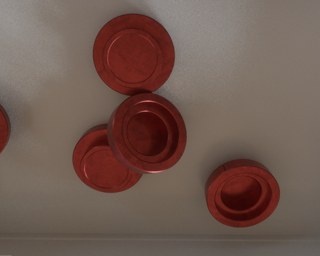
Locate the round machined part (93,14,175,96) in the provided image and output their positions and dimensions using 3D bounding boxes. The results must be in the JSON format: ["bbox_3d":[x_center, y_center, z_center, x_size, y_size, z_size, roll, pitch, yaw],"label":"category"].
[{"bbox_3d":[-0.031,-0.085,0.370,0.099,0.042,0.097,0,110,0],"label":"round machined part"}]

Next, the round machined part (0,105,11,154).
[{"bbox_3d":[-0.242,0.000,0.389,0.099,0.042,0.097,-3,101,-17],"label":"round machined part"}]

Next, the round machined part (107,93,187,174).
[{"bbox_3d":[-0.019,0.008,0.387,0.099,0.042,0.098,7,74,-27],"label":"round machined part"}]

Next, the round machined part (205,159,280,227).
[{"bbox_3d":[0.112,0.087,0.435,0.099,0.042,0.097,0,110,0],"label":"round machined part"}]

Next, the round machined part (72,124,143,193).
[{"bbox_3d":[-0.069,0.047,0.419,0.099,0.042,0.097,0,110,0],"label":"round machined part"}]
